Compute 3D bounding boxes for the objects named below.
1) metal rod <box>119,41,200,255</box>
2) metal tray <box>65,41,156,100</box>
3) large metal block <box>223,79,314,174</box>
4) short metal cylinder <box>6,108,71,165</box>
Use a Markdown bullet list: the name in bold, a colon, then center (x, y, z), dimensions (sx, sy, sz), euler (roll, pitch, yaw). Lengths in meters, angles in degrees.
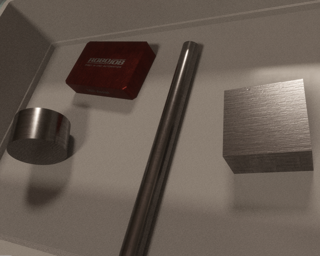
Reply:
- **metal rod**: center (0.006, 0.013, 0.393), dimensions (0.025, 0.025, 0.300), euler (3, 63, 29)
- **metal tray**: center (-0.081, -0.096, 0.503), dimensions (0.130, 0.030, 0.090), euler (10, 67, 32)
- **large metal block**: center (0.114, 0.001, 0.329), dimensions (0.080, 0.050, 0.080), euler (-6, 59, 24)
- **short metal cylinder**: center (-0.174, 0.014, 0.451), dimensions (0.080, 0.080, 0.050), euler (-16, 56, 19)
